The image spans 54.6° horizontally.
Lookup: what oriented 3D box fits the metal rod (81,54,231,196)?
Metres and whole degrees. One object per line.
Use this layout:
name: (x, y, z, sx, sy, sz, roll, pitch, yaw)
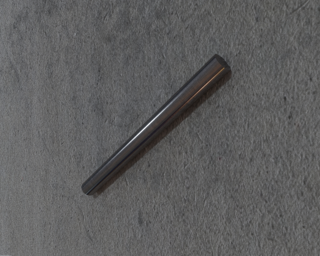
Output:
metal rod: (-0.023, 0.012, 0.427, 0.299, 0.025, 0.025, -43, 64, 31)
